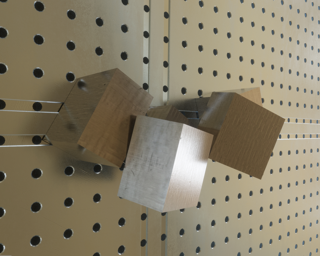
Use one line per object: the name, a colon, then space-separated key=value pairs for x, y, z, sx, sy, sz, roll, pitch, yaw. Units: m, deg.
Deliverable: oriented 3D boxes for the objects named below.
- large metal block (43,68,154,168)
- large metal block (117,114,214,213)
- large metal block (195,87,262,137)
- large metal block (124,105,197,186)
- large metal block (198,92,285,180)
large metal block: x=-0.064 y=-0.010 z=0.320 sx=0.050 sy=0.080 sz=0.080 roll=37 pitch=67 yaw=-34
large metal block: x=0.009 y=0.036 z=0.317 sx=0.080 sy=0.050 sz=0.080 roll=17 pitch=86 yaw=-60
large metal block: x=0.107 y=-0.014 z=0.465 sx=0.050 sy=0.080 sz=0.079 roll=-21 pitch=104 yaw=-38
large metal block: x=0.008 y=0.027 z=0.401 sx=0.080 sy=0.050 sz=0.080 roll=39 pitch=66 yaw=-33
large metal block: x=0.094 y=0.008 z=0.384 sx=0.080 sy=0.050 sz=0.080 roll=23 pitch=88 yaw=-22
